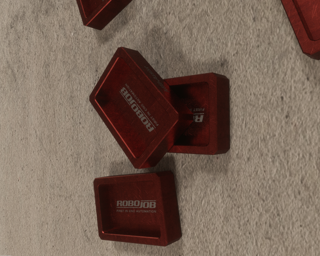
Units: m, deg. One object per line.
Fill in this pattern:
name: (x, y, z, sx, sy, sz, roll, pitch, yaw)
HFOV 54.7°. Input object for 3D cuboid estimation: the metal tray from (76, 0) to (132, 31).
metal tray: (-0.095, -0.231, 0.477, 0.090, 0.030, 0.129, -29, 72, 35)

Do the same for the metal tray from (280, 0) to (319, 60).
metal tray: (0.153, -0.139, 0.274, 0.090, 0.030, 0.129, -26, 74, 36)

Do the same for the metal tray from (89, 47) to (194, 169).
metal tray: (-0.029, -0.026, 0.383, 0.130, 0.030, 0.090, 52, 120, 27)

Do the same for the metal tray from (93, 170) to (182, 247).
metal tray: (-0.036, 0.109, 0.428, 0.130, 0.030, 0.089, -12, 83, 39)

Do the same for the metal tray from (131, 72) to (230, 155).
metal tray: (0.020, -0.015, 0.383, 0.130, 0.030, 0.089, -1, 90, 39)
